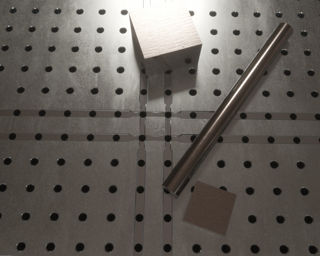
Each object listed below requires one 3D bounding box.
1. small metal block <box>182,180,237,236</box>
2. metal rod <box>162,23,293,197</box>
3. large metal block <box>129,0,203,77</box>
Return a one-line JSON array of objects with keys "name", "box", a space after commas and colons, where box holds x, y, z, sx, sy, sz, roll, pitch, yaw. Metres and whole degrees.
[{"name": "small metal block", "box": [0.060, 0.098, 0.377, 0.050, 0.025, 0.050, 19, 71, 6]}, {"name": "metal rod", "box": [0.101, -0.036, 0.425, 0.025, 0.025, 0.300, 35, 73, 11]}, {"name": "large metal block", "box": [0.006, -0.129, 0.446, 0.081, 0.050, 0.080, -16, 71, -6]}]
